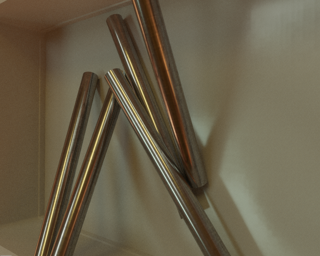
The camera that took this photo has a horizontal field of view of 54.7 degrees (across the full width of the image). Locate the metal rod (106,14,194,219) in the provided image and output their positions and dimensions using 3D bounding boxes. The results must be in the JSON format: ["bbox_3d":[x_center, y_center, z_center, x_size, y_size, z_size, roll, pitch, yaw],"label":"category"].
[{"bbox_3d":[-0.015,-0.028,0.417,0.025,0.025,0.299,-33,70,35],"label":"metal rod"}]

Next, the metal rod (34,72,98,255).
[{"bbox_3d":[-0.128,0.049,0.431,0.025,0.025,0.299,-17,55,38],"label":"metal rod"}]

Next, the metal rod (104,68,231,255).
[{"bbox_3d":[0.010,0.050,0.366,0.025,0.025,0.299,-43,68,31],"label":"metal rod"}]

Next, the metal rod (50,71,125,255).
[{"bbox_3d":[-0.090,0.057,0.398,0.025,0.025,0.299,-3,62,39],"label":"metal rod"}]

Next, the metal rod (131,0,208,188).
[{"bbox_3d":[0.003,-0.069,0.319,0.025,0.025,0.298,0,117,40],"label":"metal rod"}]
